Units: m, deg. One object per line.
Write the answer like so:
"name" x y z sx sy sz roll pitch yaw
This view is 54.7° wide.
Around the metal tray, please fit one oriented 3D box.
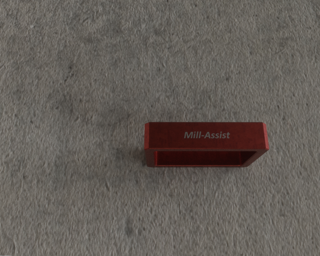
"metal tray" 0.049 0.022 0.366 0.131 0.090 0.030 0 70 -1
